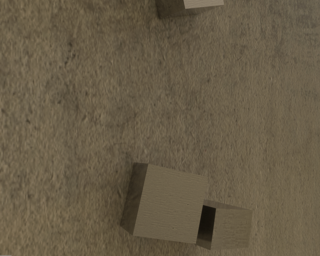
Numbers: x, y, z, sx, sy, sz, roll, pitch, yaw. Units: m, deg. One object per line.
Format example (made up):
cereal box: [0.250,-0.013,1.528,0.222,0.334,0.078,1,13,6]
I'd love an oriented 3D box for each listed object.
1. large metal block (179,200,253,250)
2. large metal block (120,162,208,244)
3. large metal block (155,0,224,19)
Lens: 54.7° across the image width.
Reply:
large metal block: [0.068,0.130,0.429,0.081,0.080,0.050,15,80,-40]
large metal block: [0.005,0.091,0.381,0.081,0.050,0.080,16,79,-22]
large metal block: [0.035,-0.198,0.420,0.081,0.050,0.079,-23,105,-38]
